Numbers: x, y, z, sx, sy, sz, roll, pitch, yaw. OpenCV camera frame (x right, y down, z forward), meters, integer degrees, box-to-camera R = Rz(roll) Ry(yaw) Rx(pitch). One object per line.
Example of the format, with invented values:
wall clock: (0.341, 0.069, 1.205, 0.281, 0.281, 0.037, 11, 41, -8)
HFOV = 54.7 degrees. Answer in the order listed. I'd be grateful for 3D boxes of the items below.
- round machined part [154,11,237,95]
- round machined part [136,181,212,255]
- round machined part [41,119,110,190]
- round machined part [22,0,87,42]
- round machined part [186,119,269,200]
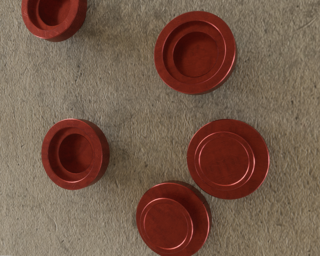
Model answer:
round machined part: (0.046, -0.089, 0.384, 0.098, 0.042, 0.097, 0, 90, 20)
round machined part: (0.014, 0.119, 0.395, 0.098, 0.042, 0.097, 0, 90, 20)
round machined part: (-0.115, 0.036, 0.440, 0.098, 0.042, 0.097, 0, 90, 20)
round machined part: (-0.148, -0.174, 0.452, 0.098, 0.042, 0.097, 0, 90, 20)
round machined part: (0.079, 0.038, 0.372, 0.098, 0.042, 0.097, 0, 90, 20)
